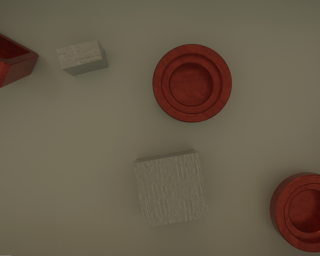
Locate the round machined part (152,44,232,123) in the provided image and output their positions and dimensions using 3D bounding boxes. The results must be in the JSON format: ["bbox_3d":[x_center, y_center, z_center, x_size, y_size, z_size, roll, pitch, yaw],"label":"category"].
[{"bbox_3d":[0.040,-0.055,0.403,0.099,0.042,0.097,0,90,-1],"label":"round machined part"}]

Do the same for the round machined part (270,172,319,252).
[{"bbox_3d":[0.192,0.106,0.406,0.099,0.042,0.097,0,90,-1],"label":"round machined part"}]

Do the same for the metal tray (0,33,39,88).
[{"bbox_3d":[-0.224,-0.100,0.364,0.131,0.090,0.030,29,108,-9],"label":"metal tray"}]

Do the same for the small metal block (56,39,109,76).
[{"bbox_3d":[-0.097,-0.089,0.398,0.050,0.050,0.025,-14,90,0],"label":"small metal block"}]

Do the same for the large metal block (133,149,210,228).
[{"bbox_3d":[0.014,0.075,0.399,0.080,0.050,0.080,-10,90,-1],"label":"large metal block"}]
